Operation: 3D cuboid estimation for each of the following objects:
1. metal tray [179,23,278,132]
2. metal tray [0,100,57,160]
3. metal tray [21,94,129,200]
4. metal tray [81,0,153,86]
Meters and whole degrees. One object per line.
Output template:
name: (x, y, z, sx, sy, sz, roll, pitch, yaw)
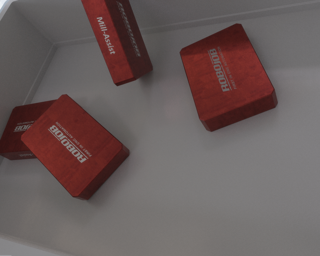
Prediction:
metal tray: (0.083, -0.068, 0.401, 0.090, 0.030, 0.130, -22, 53, 15)
metal tray: (-0.196, 0.003, 0.504, 0.130, 0.030, 0.090, -6, 59, 25)
metal tray: (-0.118, 0.024, 0.427, 0.130, 0.030, 0.090, 39, 81, 23)
metal tray: (-0.056, -0.131, 0.431, 0.030, 0.129, 0.090, -15, 15, 20)
